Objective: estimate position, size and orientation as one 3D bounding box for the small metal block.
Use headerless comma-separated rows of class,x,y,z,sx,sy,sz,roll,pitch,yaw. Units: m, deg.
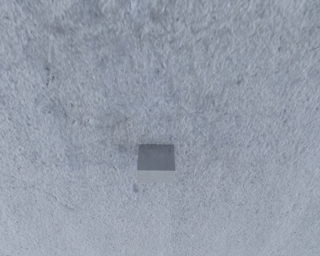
small metal block,-0.005,0.049,0.433,0.050,0.050,0.025,1,130,-2
